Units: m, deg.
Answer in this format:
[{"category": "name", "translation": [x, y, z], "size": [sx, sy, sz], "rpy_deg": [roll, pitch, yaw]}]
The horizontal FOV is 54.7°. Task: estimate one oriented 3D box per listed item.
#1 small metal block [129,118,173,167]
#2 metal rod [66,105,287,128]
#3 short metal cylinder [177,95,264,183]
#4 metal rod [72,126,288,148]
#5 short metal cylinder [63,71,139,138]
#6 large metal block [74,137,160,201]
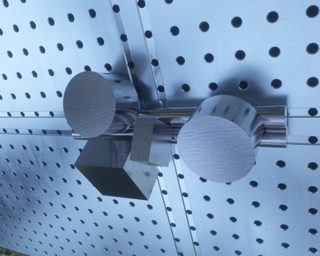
[{"category": "small metal block", "translation": [-0.009, 0.018, 0.370], "size": [0.025, 0.050, 0.050], "rpy_deg": [1, 77, 28]}, {"category": "metal rod", "translation": [0.000, -0.014, 0.398], "size": [0.300, 0.025, 0.025], "rpy_deg": [1, 119, 27]}, {"category": "short metal cylinder", "translation": [0.065, 0.011, 0.331], "size": [0.080, 0.050, 0.079], "rpy_deg": [13, 124, 21]}, {"category": "metal rod", "translation": [0.006, 0.008, 0.409], "size": [0.300, 0.025, 0.025], "rpy_deg": [1, 119, 27]}, {"category": "short metal cylinder", "translation": [-0.074, -0.030, 0.393], "size": [0.080, 0.050, 0.079], "rpy_deg": [3, 96, 27]}, {"category": "large metal block", "translation": [-0.058, 0.057, 0.439], "size": [0.080, 0.050, 0.080], "rpy_deg": [-1, 138, 28]}]
